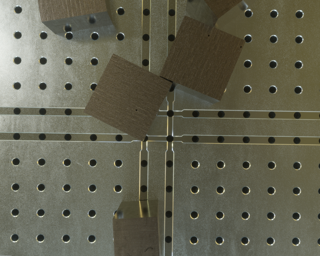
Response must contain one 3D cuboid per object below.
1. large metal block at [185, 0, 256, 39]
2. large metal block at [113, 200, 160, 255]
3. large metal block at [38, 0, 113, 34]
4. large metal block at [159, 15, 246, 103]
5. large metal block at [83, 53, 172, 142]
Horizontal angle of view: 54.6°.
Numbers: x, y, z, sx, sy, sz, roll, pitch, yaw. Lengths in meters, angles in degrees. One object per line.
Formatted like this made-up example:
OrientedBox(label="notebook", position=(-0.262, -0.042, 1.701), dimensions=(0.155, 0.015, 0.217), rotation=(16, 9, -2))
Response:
OrientedBox(label="large metal block", position=(0.082, -0.166, 0.386), dimensions=(0.080, 0.080, 0.050), rotation=(-37, 90, 0))
OrientedBox(label="large metal block", position=(-0.026, 0.140, 0.386), dimensions=(0.050, 0.080, 0.080), rotation=(-3, 90, 0))
OrientedBox(label="large metal block", position=(-0.110, -0.174, 0.400), dimensions=(0.080, 0.050, 0.080), rotation=(-9, 90, 0))
OrientedBox(label="large metal block", position=(0.052, -0.085, 0.401), dimensions=(0.080, 0.050, 0.080), rotation=(23, 90, 0))
OrientedBox(label="large metal block", position=(-0.039, -0.037, 0.401), dimensions=(0.080, 0.050, 0.080), rotation=(27, 90, 0))
